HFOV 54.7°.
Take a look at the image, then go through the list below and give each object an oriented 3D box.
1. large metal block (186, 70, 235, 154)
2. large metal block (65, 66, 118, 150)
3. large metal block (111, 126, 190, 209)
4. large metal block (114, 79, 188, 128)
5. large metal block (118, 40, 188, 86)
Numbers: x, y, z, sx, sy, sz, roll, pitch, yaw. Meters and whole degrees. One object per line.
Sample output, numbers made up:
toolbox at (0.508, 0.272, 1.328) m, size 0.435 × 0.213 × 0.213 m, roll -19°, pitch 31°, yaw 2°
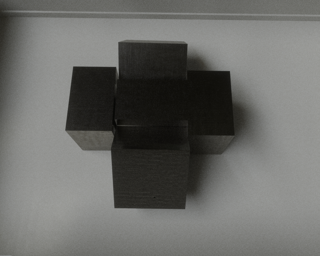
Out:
large metal block at (0.056, -0.016, 0.385) m, size 0.050 × 0.080 × 0.080 m, roll 1°, pitch 70°, yaw 0°
large metal block at (-0.077, -0.021, 0.386) m, size 0.050 × 0.080 × 0.080 m, roll 1°, pitch 70°, yaw 0°
large metal block at (-0.011, 0.045, 0.355) m, size 0.081 × 0.079 × 0.050 m, roll 1°, pitch 28°, yaw -1°
large metal block at (-0.009, -0.019, 0.386) m, size 0.080 × 0.080 × 0.050 m, roll 1°, pitch 70°, yaw 0°
large metal block at (-0.008, -0.087, 0.404) m, size 0.080 × 0.080 × 0.050 m, roll 2°, pitch 108°, yaw 0°
